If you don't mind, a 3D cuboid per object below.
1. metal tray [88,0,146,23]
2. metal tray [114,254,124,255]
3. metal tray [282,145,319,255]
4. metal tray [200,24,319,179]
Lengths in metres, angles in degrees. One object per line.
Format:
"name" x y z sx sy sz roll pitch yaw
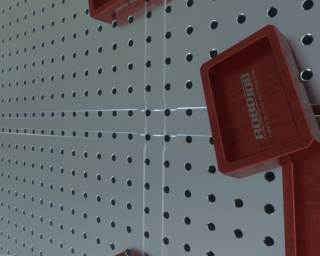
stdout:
"metal tray" -0.053 -0.221 0.447 0.130 0.030 0.090 -13 82 39
"metal tray" -0.028 0.243 0.427 0.130 0.030 0.089 8 95 39
"metal tray" 0.160 0.080 0.273 0.090 0.030 0.129 -3 88 39
"metal tray" 0.093 -0.025 0.305 0.090 0.030 0.130 -27 57 36
